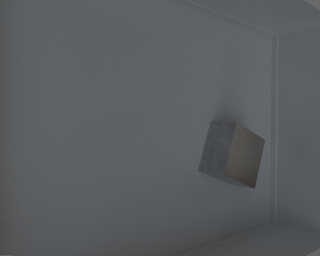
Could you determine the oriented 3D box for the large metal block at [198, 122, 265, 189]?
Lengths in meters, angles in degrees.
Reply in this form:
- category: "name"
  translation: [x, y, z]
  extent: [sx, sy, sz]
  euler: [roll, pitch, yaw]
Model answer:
- category: "large metal block"
  translation: [0.113, 0.042, 0.484]
  extent: [0.080, 0.050, 0.080]
  euler: [27, 73, -37]
